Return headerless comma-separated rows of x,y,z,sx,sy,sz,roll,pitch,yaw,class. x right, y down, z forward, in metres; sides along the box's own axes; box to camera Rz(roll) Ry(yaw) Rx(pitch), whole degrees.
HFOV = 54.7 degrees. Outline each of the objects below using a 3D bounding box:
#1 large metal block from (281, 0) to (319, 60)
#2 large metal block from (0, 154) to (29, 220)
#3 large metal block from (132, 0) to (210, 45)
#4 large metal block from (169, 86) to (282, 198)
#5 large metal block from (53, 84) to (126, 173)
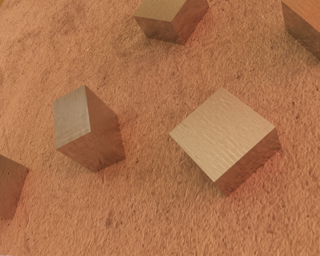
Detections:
0.204,-0.134,0.363,0.080,0.050,0.080,-31,52,8,large metal block
-0.250,0.083,0.449,0.050,0.080,0.080,-8,58,24,large metal block
0.018,-0.185,0.492,0.080,0.050,0.080,24,74,36,large metal block
0.071,0.014,0.342,0.080,0.050,0.080,-42,51,-1,large metal block
-0.094,0.003,0.417,0.050,0.080,0.080,-26,53,12,large metal block
